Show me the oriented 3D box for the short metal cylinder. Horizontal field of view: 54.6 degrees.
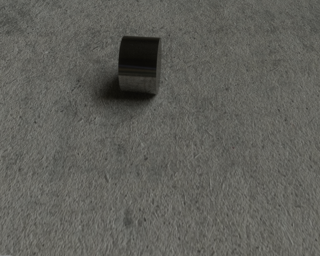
[{"bbox_3d":[-0.026,-0.089,0.443,0.050,0.080,0.080,4,50,3],"label":"short metal cylinder"}]
